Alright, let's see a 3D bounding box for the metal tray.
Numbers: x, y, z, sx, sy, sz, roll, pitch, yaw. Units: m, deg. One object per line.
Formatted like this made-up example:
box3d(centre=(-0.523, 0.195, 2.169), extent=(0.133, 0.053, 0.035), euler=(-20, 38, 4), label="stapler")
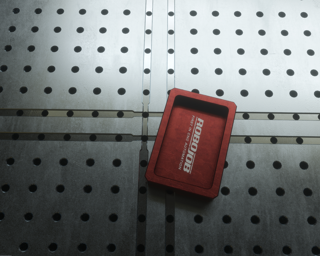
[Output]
box3d(centre=(0.041, 0.019, 0.402), extent=(0.090, 0.030, 0.130), euler=(15, 71, 5), label="metal tray")
